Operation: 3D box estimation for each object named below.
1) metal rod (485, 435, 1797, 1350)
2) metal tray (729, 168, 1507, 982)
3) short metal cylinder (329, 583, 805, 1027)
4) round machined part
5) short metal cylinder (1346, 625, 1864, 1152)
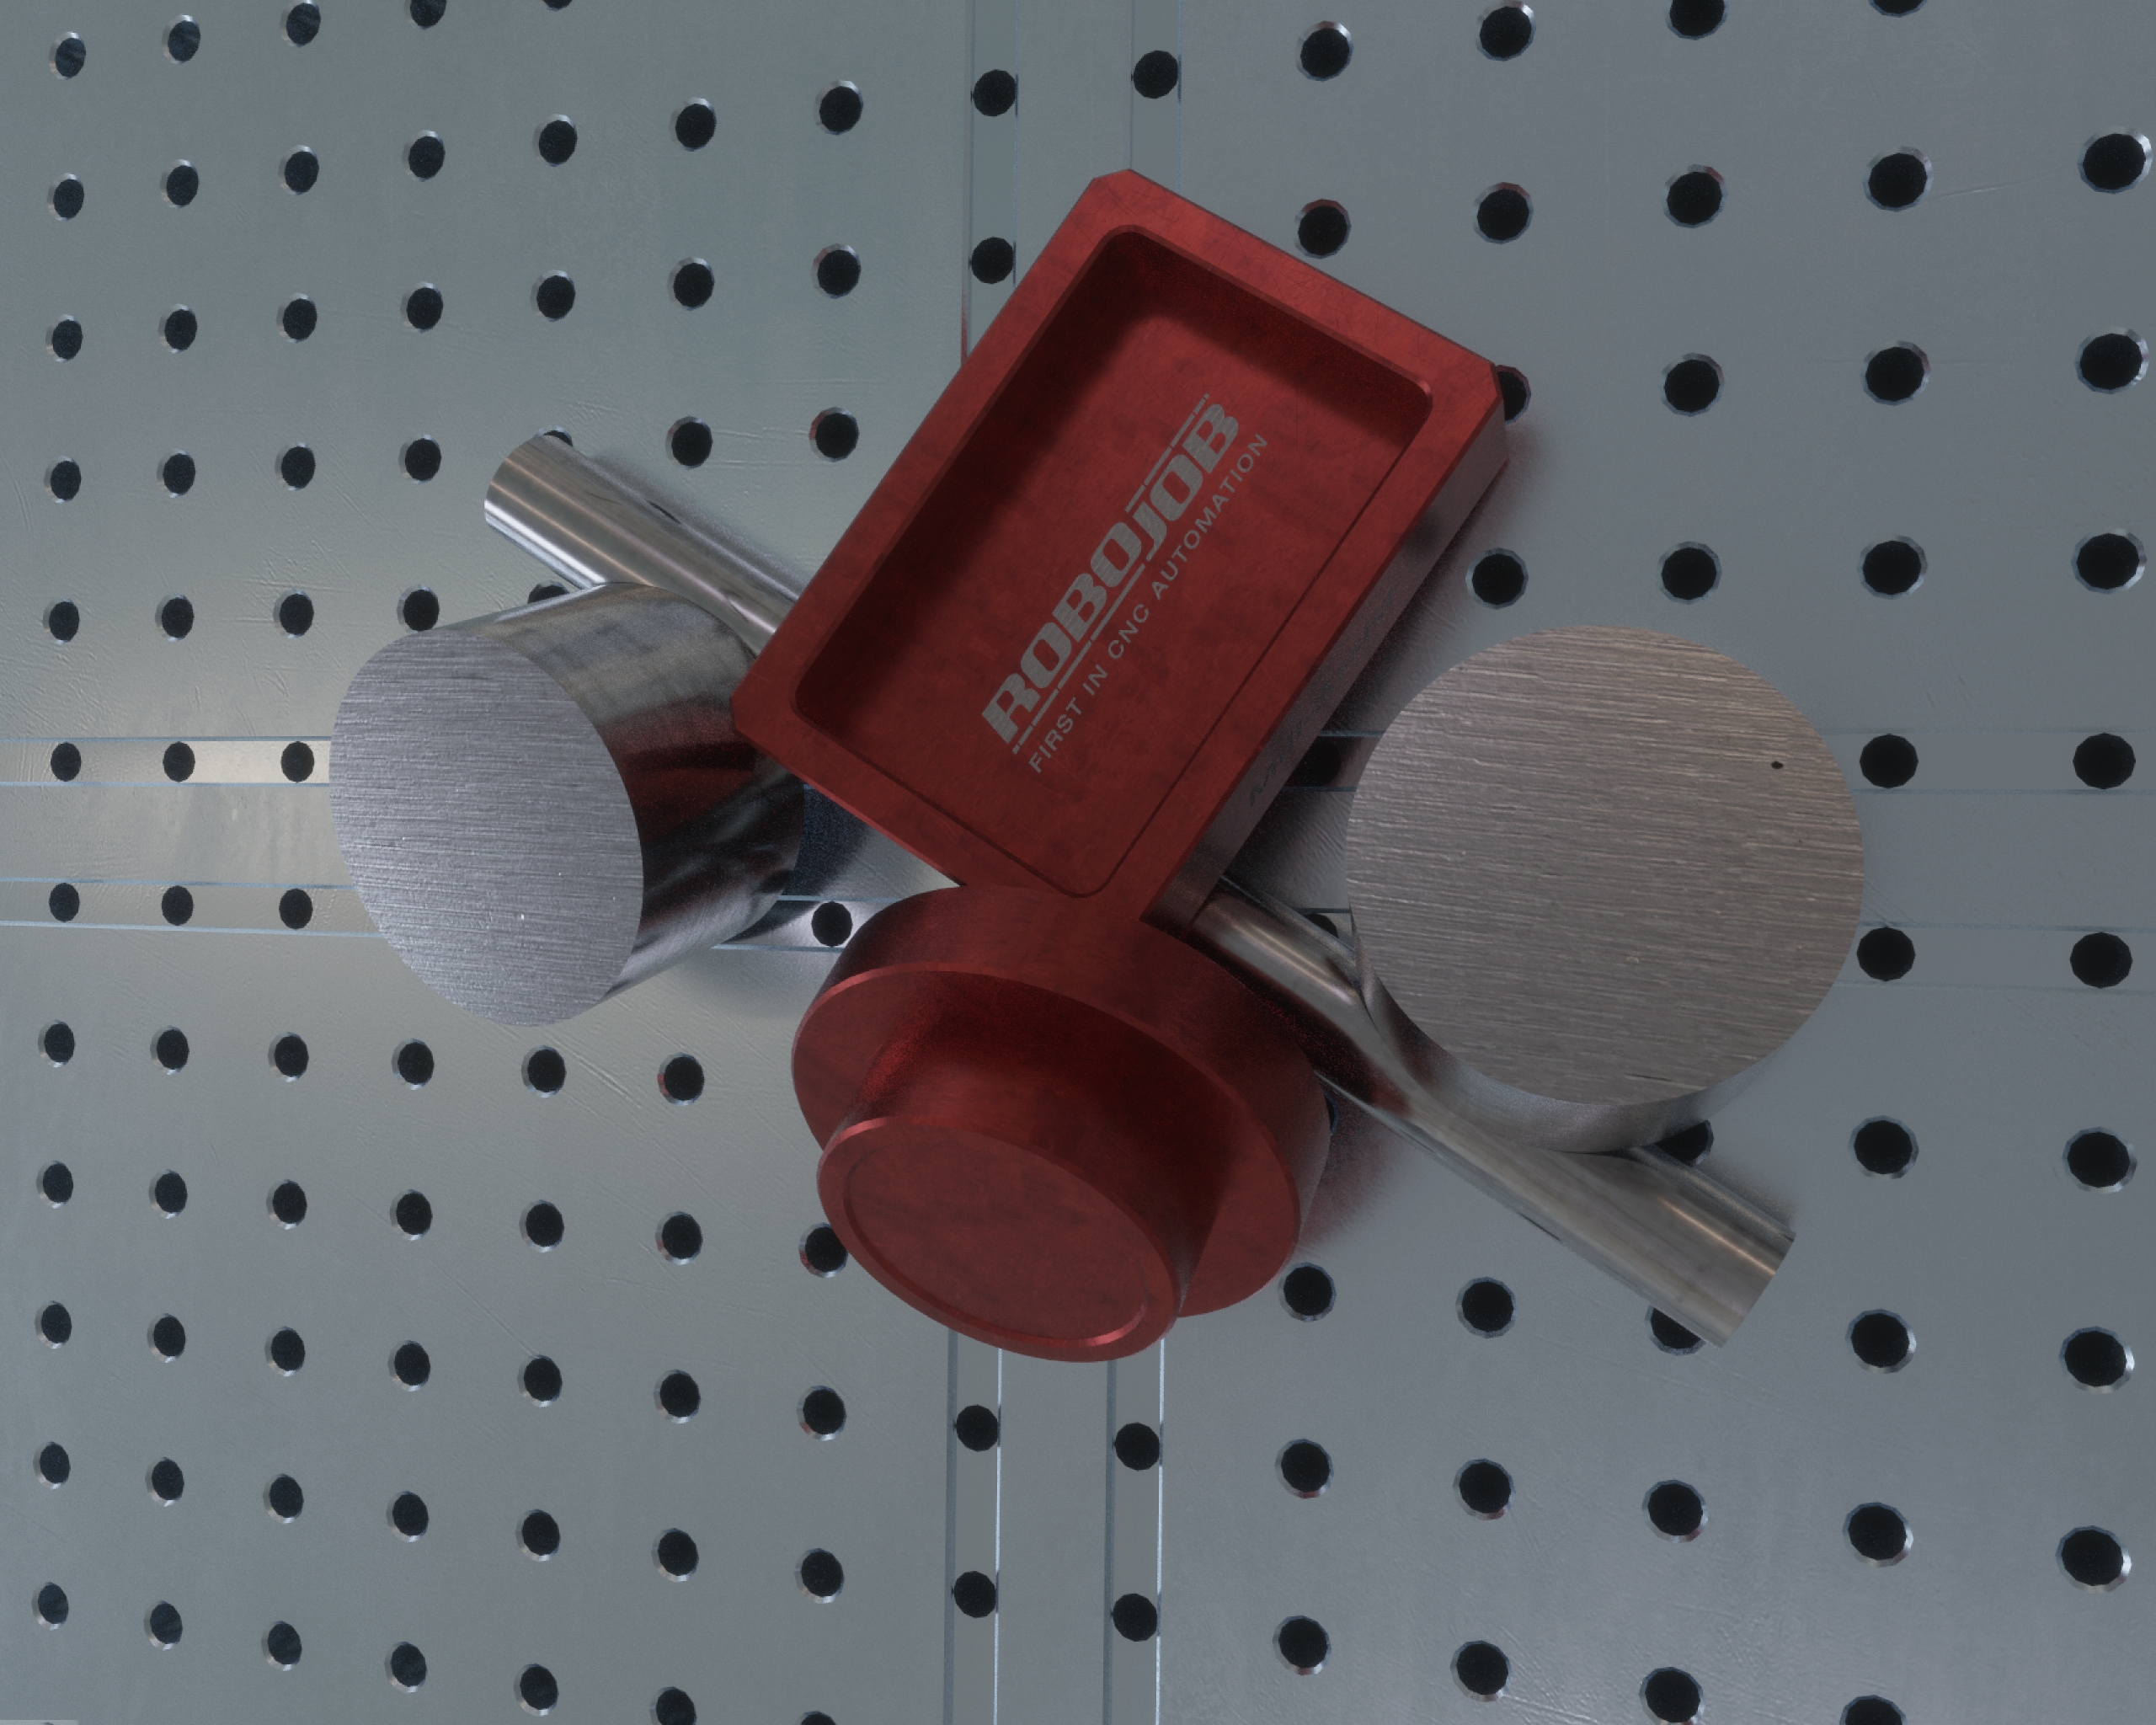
[{"bbox_3d":[0.000,-0.003,0.413,0.300,0.025,0.025,33,101,17],"label":"metal rod"},{"bbox_3d":[0.008,-0.054,0.391,0.090,0.030,0.130,34,87,17],"label":"metal tray"},{"bbox_3d":[-0.103,-0.013,0.423,0.080,0.050,0.079,10,111,27],"label":"short metal cylinder"},{"bbox_3d":[-0.008,0.054,0.377,0.098,0.042,0.097,14,138,14],"label":"round machined part"},{"bbox_3d":[0.087,0.006,0.356,0.080,0.050,0.080,-2,73,8],"label":"short metal cylinder"}]
